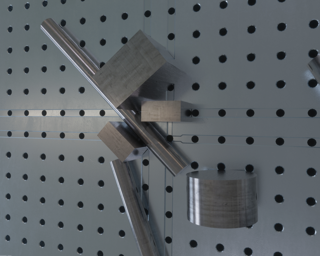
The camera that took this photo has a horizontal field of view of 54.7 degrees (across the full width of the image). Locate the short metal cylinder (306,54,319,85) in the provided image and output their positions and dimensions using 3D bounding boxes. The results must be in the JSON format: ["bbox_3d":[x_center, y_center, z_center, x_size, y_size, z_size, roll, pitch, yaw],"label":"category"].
[{"bbox_3d":[0.200,-0.066,0.312,0.080,0.080,0.050,-32,80,17],"label":"short metal cylinder"}]

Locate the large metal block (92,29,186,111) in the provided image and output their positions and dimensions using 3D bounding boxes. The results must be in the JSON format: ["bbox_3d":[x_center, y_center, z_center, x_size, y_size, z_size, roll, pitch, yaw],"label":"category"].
[{"bbox_3d":[-0.023,-0.067,0.391,0.080,0.080,0.050,-41,77,15],"label":"large metal block"}]

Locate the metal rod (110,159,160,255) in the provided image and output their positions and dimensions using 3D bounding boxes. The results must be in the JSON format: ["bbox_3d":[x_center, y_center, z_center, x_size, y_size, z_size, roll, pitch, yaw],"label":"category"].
[{"bbox_3d":[-0.009,0.184,0.415,0.025,0.025,0.299,-22,83,19],"label":"metal rod"}]

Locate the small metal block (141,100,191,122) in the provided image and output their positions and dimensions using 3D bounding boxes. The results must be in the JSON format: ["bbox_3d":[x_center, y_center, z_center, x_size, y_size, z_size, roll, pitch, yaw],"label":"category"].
[{"bbox_3d":[0.009,-0.020,0.396,0.050,0.050,0.025,1,91,20],"label":"small metal block"}]

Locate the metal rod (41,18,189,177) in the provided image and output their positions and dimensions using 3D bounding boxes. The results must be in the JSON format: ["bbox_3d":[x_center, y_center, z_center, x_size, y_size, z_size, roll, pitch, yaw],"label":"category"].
[{"bbox_3d":[-0.071,-0.051,0.437,0.025,0.025,0.300,-46,76,14],"label":"metal rod"}]

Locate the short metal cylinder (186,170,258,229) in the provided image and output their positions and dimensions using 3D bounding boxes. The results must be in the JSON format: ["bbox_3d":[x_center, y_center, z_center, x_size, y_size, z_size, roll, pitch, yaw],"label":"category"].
[{"bbox_3d":[0.071,0.078,0.358,0.080,0.080,0.050,-1,90,20],"label":"short metal cylinder"}]

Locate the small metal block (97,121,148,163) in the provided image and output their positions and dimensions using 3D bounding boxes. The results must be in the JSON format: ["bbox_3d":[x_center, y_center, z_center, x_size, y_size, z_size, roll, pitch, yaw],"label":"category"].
[{"bbox_3d":[-0.048,0.017,0.416,0.050,0.050,0.025,45,104,14],"label":"small metal block"}]
